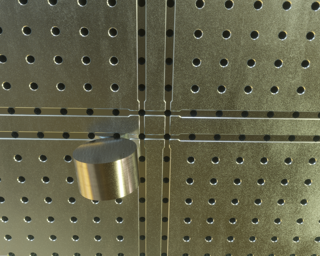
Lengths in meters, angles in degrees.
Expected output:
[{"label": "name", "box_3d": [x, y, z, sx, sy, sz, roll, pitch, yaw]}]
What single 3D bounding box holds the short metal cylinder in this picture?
[{"label": "short metal cylinder", "box_3d": [-0.068, 0.050, 0.402, 0.081, 0.080, 0.050, -4, 110, 1]}]
